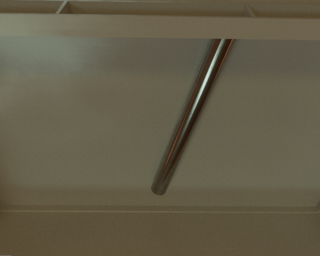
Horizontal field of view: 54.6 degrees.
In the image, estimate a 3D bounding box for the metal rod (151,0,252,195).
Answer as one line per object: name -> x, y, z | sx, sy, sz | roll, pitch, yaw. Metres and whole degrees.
metal rod -> 0.038, -0.013, 0.397 | 0.025, 0.025, 0.298 | 12, 129, -10
